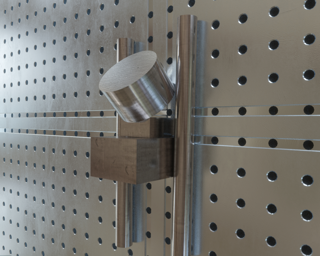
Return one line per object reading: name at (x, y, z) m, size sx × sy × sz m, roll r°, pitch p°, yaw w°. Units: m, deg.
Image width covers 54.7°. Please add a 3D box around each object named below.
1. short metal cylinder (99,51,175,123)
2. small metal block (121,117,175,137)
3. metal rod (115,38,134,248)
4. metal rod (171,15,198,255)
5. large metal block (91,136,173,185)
short metal cylinder at (-0.028, -0.052, 0.388) m, size 0.080 × 0.050 × 0.080 m, roll -21°, pitch 36°, yaw 16°
small metal block at (-0.016, -0.001, 0.406) m, size 0.050 × 0.050 × 0.025 m, roll 2°, pitch 92°, yaw 39°
metal rod at (-0.051, 0.021, 0.452) m, size 0.025 × 0.025 × 0.298 m, roll 1°, pitch 91°, yaw 40°
metal rod at (0.030, 0.013, 0.384) m, size 0.025 × 0.025 × 0.298 m, roll 2°, pitch 92°, yaw 40°
large metal block at (-0.031, 0.036, 0.396) m, size 0.080 × 0.081 × 0.050 m, roll 1°, pitch 91°, yaw 40°
